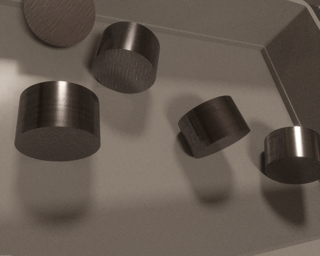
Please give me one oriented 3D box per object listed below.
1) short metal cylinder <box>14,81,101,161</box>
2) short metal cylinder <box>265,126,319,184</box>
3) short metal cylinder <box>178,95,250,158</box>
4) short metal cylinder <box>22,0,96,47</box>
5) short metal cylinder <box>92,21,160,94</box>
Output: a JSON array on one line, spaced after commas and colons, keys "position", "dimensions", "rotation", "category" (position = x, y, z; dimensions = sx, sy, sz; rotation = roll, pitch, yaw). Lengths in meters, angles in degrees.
[{"position": [-0.103, -0.004, 0.318], "dimensions": [0.081, 0.080, 0.050], "rotation": [7, 59, -25], "category": "short metal cylinder"}, {"position": [0.195, 0.042, 0.453], "dimensions": [0.080, 0.080, 0.050], "rotation": [23, 53, -15], "category": "short metal cylinder"}, {"position": [0.071, 0.000, 0.411], "dimensions": [0.081, 0.080, 0.050], "rotation": [-13, 69, -34], "category": "short metal cylinder"}, {"position": [-0.126, -0.146, 0.384], "dimensions": [0.081, 0.079, 0.050], "rotation": [2, 24, -28], "category": "short metal cylinder"}, {"position": [-0.042, -0.090, 0.404], "dimensions": [0.081, 0.080, 0.050], "rotation": [19, 54, -18], "category": "short metal cylinder"}]
